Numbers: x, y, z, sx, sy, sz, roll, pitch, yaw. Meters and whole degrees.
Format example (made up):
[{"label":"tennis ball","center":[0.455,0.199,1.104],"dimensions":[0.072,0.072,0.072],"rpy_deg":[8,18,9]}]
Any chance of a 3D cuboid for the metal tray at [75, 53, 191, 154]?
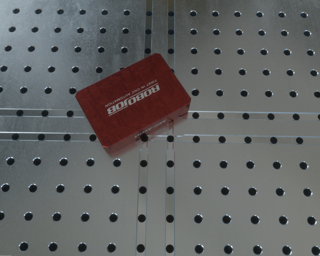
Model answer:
[{"label":"metal tray","center":[-0.035,-0.035,0.422],"dimensions":[0.131,0.030,0.090],"rpy_deg":[-29,73,-10]}]
